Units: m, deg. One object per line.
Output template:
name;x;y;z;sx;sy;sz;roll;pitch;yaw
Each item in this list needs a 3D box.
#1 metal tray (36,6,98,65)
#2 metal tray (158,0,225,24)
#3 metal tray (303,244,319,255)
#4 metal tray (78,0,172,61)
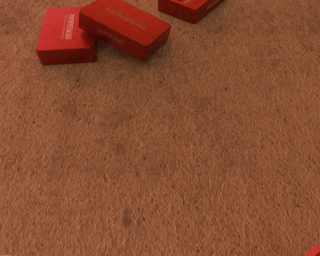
metal tray;-0.155;-0.163;0.536;0.091;0.030;0.130;-4;50;-4
metal tray;0.068;-0.264;0.621;0.090;0.030;0.131;30;56;22
metal tray;0.143;0.161;0.226;0.030;0.090;0.130;-27;55;-21
metal tray;-0.058;-0.172;0.519;0.130;0.030;0.090;29;47;8
